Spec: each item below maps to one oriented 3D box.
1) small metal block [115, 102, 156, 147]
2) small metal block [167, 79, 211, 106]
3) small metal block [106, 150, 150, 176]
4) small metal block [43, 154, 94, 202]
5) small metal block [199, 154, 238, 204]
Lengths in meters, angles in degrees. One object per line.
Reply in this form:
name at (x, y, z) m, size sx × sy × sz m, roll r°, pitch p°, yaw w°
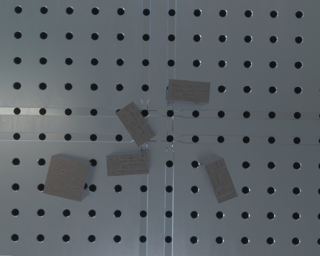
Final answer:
small metal block at (-0.030, -0.005, 0.401) m, size 0.025 × 0.050 × 0.050 m, roll -34°, pitch 90°, yaw 0°
small metal block at (0.035, -0.045, 0.401) m, size 0.050 × 0.050 × 0.025 m, roll 5°, pitch 90°, yaw 0°
small metal block at (-0.039, 0.044, 0.401) m, size 0.050 × 0.050 × 0.025 m, roll -4°, pitch 90°, yaw 0°
small metal block at (-0.121, 0.065, 0.413) m, size 0.050 × 0.025 × 0.050 m, roll 13°, pitch 90°, yaw 0°
small metal block at (0.074, 0.064, 0.401) m, size 0.025 × 0.050 × 0.050 m, roll -21°, pitch 90°, yaw 0°
